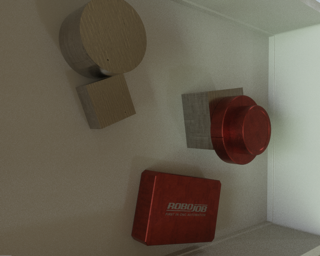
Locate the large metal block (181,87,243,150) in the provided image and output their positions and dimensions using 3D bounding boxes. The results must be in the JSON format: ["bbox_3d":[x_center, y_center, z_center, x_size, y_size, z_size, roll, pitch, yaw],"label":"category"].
[{"bbox_3d":[0.082,-0.016,0.462,0.081,0.050,0.079,-12,98,-40],"label":"large metal block"}]

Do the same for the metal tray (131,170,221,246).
[{"bbox_3d":[0.028,0.111,0.429,0.131,0.030,0.090,15,81,-39],"label":"metal tray"}]

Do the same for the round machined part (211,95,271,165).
[{"bbox_3d":[0.119,0.003,0.433,0.099,0.042,0.097,0,91,-40],"label":"round machined part"}]

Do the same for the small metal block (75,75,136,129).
[{"bbox_3d":[-0.061,-0.031,0.357,0.050,0.025,0.050,-27,107,-37],"label":"small metal block"}]

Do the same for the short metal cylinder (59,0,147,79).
[{"bbox_3d":[-0.062,-0.097,0.340,0.081,0.050,0.079,0,90,-40],"label":"short metal cylinder"}]
